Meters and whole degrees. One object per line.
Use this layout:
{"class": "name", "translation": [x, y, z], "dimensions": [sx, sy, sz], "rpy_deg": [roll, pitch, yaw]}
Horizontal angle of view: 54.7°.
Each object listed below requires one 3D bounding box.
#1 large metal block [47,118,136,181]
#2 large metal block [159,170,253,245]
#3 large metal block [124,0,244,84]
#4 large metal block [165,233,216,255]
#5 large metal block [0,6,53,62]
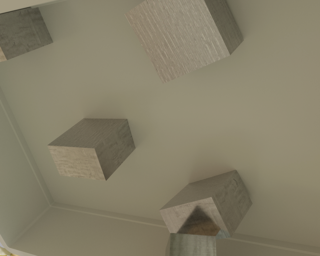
{"class": "large metal block", "translation": [-0.094, 0.027, 0.439], "dimensions": [0.080, 0.080, 0.050], "rpy_deg": [2, 119, 27]}
{"class": "large metal block", "translation": [0.060, 0.101, 0.398], "dimensions": [0.080, 0.081, 0.050], "rpy_deg": [-25, 91, 37]}
{"class": "large metal block", "translation": [0.026, -0.102, 0.314], "dimensions": [0.080, 0.050, 0.080], "rpy_deg": [-18, 110, 37]}
{"class": "large metal block", "translation": [0.032, 0.173, 0.354], "dimensions": [0.050, 0.080, 0.080], "rpy_deg": [5, 146, -1]}
{"class": "large metal block", "translation": [-0.207, -0.119, 0.409], "dimensions": [0.080, 0.080, 0.050], "rpy_deg": [-4, 117, 30]}
